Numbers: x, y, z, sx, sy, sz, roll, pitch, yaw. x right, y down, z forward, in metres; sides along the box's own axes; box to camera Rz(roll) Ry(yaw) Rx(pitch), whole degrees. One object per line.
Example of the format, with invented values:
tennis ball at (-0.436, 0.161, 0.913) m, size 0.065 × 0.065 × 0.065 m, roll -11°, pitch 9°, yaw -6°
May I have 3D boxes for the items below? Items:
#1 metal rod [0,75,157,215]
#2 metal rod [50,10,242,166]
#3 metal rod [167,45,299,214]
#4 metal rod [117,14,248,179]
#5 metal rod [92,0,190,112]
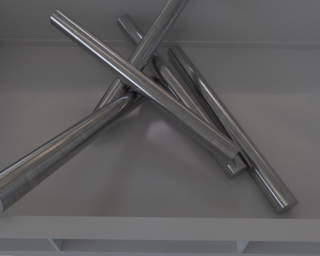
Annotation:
metal rod at (-0.061, -0.010, 0.338) m, size 0.025 × 0.025 × 0.301 m, roll 18°, pitch 29°, yaw 15°
metal rod at (-0.028, -0.059, 0.385) m, size 0.300 × 0.025 × 0.025 m, roll 39°, pitch 60°, yaw 16°
metal rod at (0.081, -0.020, 0.422) m, size 0.025 × 0.025 × 0.300 m, roll -18°, pitch 52°, yaw -14°
metal rod at (0.018, -0.059, 0.428) m, size 0.025 × 0.025 × 0.299 m, roll -24°, pitch 62°, yaw -19°
metal rod at (-0.007, -0.126, 0.425) m, size 0.025 × 0.025 × 0.300 m, roll 30°, pitch 83°, yaw 22°
